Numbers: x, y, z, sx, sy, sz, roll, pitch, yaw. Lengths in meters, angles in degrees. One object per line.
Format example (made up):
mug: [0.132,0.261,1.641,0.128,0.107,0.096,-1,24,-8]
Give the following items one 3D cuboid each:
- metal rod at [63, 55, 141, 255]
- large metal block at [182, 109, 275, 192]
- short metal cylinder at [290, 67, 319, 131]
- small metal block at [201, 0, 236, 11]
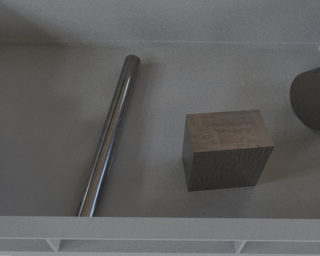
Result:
metal rod: [-0.063,0.007,0.398,0.025,0.025,0.300,6,50,4]
large metal block: [0.070,0.027,0.348,0.081,0.080,0.050,-4,50,-4]
short metal cylinder: [0.220,-0.042,0.407,0.050,0.080,0.080,-20,53,-16]
small metal block: [0.122,-0.272,0.638,0.050,0.025,0.050,-34,58,-26]
